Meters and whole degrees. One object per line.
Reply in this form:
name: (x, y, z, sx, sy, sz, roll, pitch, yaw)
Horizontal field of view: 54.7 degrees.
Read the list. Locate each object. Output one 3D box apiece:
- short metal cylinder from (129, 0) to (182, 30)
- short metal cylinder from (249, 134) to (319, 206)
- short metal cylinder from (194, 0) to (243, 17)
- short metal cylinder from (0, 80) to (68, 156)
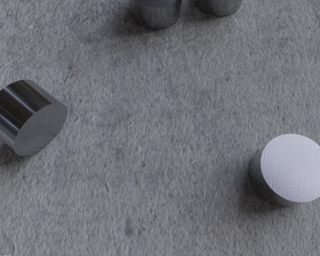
short metal cylinder: (-0.007, -0.196, 0.467, 0.081, 0.050, 0.080, 0, 70, 0)
short metal cylinder: (0.155, 0.053, 0.378, 0.081, 0.050, 0.080, 0, 70, 0)
short metal cylinder: (0.094, -0.221, 0.477, 0.081, 0.050, 0.080, 0, 70, 0)
short metal cylinder: (-0.163, -0.012, 0.382, 0.050, 0.080, 0.080, 37, 74, 12)
